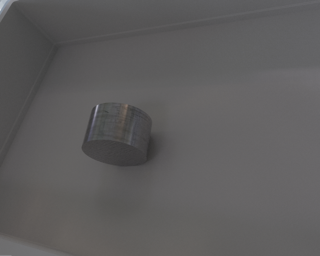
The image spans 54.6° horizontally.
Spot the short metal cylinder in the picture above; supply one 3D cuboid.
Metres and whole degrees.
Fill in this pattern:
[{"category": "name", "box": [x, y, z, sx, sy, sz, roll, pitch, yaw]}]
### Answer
[{"category": "short metal cylinder", "box": [-0.053, 0.010, 0.393, 0.080, 0.080, 0.050, -6, 59, 25]}]
